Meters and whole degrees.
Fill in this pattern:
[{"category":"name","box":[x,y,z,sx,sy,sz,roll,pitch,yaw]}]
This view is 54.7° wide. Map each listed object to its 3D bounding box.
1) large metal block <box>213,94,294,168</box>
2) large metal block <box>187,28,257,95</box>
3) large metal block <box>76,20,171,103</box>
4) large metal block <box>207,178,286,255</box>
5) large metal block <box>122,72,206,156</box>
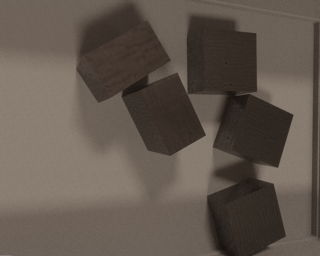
[{"category":"large metal block","box":[0.134,0.005,0.449,0.080,0.050,0.080,21,83,-19]},{"category":"large metal block","box":[0.085,-0.088,0.430,0.081,0.050,0.079,-1,91,-20]},{"category":"large metal block","box":[-0.046,-0.074,0.365,0.080,0.080,0.050,-35,102,-17]},{"category":"large metal block","box":[0.124,0.126,0.445,0.081,0.050,0.080,-17,96,-20]},{"category":"large metal block","box":[0.002,-0.016,0.383,0.050,0.080,0.080,-29,100,-18]}]
